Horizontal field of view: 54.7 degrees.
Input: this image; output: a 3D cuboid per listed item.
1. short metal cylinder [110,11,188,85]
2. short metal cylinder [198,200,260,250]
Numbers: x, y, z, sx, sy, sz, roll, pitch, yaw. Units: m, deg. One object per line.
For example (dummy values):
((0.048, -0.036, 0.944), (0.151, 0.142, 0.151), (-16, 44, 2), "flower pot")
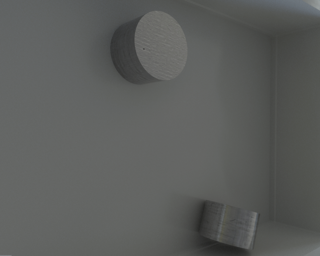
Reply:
((-0.013, -0.096, 0.379), (0.081, 0.050, 0.080), (0, 90, -40), "short metal cylinder")
((0.102, 0.141, 0.456), (0.080, 0.080, 0.050), (24, 75, -38), "short metal cylinder")
